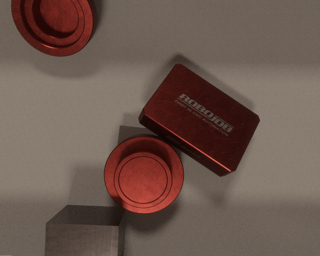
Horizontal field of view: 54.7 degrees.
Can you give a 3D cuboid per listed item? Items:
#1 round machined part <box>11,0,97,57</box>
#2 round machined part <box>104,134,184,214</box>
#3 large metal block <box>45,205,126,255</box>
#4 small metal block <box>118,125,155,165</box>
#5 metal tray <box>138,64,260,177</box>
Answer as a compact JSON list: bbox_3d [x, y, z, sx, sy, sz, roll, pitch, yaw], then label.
[{"bbox_3d":[-0.127,-0.143,0.387,0.099,0.042,0.097,2,122,3],"label":"round machined part"},{"bbox_3d":[-0.020,0.058,0.379,0.099,0.042,0.097,0,96,0],"label":"round machined part"},{"bbox_3d":[-0.087,0.132,0.383,0.081,0.080,0.050,3,90,-1],"label":"large metal block"},{"bbox_3d":[-0.030,0.024,0.411,0.050,0.025,0.050,7,90,-1],"label":"small metal block"},{"bbox_3d":[0.051,-0.011,0.391,0.130,0.030,0.090,34,64,-1],"label":"metal tray"}]
